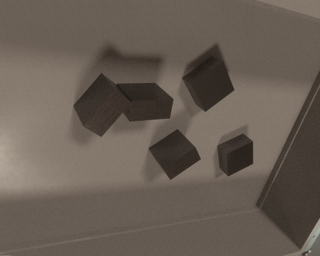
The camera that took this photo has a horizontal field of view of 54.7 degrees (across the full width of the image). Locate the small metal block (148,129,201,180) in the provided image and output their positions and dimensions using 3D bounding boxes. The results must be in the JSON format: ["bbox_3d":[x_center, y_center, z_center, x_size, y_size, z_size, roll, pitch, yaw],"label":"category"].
[{"bbox_3d":[0.020,0.035,0.427,0.050,0.050,0.025,-33,129,-7],"label":"small metal block"}]

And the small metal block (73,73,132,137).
[{"bbox_3d":[-0.065,-0.026,0.342,0.050,0.050,0.025,-48,129,6],"label":"small metal block"}]

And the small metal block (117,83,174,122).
[{"bbox_3d":[-0.020,-0.032,0.363,0.050,0.050,0.025,-5,121,-26],"label":"small metal block"}]

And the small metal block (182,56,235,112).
[{"bbox_3d":[0.065,-0.058,0.410,0.050,0.025,0.050,-37,130,-4],"label":"small metal block"}]

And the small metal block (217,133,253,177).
[{"bbox_3d":[0.124,0.044,0.506,0.050,0.025,0.050,-24,127,-15],"label":"small metal block"}]
